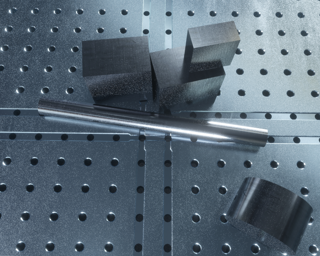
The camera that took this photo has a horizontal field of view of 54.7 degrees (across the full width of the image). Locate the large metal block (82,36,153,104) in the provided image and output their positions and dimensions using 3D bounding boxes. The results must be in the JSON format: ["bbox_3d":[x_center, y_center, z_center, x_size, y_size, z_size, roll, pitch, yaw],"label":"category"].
[{"bbox_3d":[-0.053,-0.073,0.409,0.081,0.080,0.050,-5,70,-2],"label":"large metal block"}]

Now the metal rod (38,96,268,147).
[{"bbox_3d":[-0.011,-0.009,0.414,0.302,0.025,0.025,8,70,2],"label":"metal rod"}]

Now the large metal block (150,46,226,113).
[{"bbox_3d":[0.032,-0.063,0.406,0.081,0.080,0.050,-13,71,-5],"label":"large metal block"}]

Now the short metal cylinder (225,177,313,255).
[{"bbox_3d":[0.121,0.098,0.348,0.080,0.080,0.050,29,73,10],"label":"short metal cylinder"}]

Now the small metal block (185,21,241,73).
[{"bbox_3d":[0.057,-0.090,0.347,0.050,0.050,0.025,-11,71,-4],"label":"small metal block"}]
